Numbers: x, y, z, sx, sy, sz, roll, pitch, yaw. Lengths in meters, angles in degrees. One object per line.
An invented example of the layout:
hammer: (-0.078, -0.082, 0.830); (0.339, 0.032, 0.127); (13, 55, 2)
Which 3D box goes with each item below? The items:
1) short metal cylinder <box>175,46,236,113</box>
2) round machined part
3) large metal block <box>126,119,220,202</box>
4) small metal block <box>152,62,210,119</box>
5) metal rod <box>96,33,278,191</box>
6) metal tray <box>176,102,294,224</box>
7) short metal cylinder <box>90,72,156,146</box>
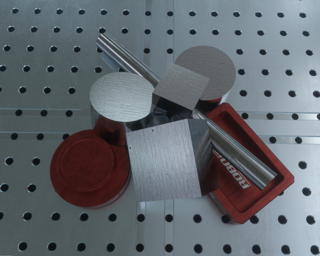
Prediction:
short metal cylinder: (0.057, -0.063, 0.418); (0.081, 0.050, 0.080); (0, 70, 0)
round machined part: (-0.086, 0.047, 0.380); (0.099, 0.042, 0.098); (0, 70, 0)
large metal block: (0.014, 0.037, 0.353); (0.080, 0.050, 0.080); (-13, 84, 30)
small metal block: (0.024, -0.043, 0.368); (0.050, 0.025, 0.050); (25, 64, 9)
metal rod: (0.018, -0.034, 0.394); (0.025, 0.025, 0.300); (-41, 66, -14)
metal tray: (0.088, 0.042, 0.390); (0.090, 0.030, 0.130); (-35, 74, -12)
short metal cylinder: (-0.047, -0.025, 0.391); (0.081, 0.050, 0.080); (5, 53, -6)
